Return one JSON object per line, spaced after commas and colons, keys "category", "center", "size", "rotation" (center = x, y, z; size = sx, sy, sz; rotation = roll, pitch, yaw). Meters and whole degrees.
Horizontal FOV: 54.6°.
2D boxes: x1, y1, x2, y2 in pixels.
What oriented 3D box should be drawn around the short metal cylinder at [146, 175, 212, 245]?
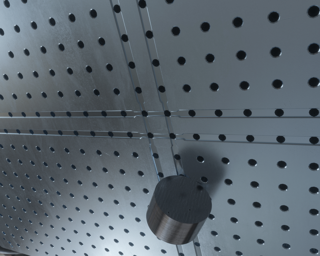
{"category": "short metal cylinder", "center": [0.026, 0.113, 0.433], "size": [0.080, 0.080, 0.050], "rotation": [27, 128, 11]}
